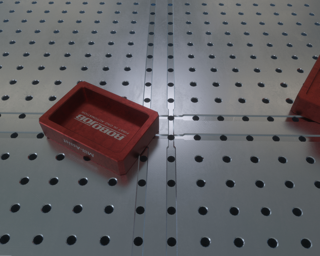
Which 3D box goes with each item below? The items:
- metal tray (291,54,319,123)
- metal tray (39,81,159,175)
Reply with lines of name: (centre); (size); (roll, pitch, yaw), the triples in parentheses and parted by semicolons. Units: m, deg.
metal tray: (0.260, -0.056, 0.452); (0.090, 0.030, 0.131); (27, 55, 21)
metal tray: (-0.078, -0.005, 0.408); (0.130, 0.030, 0.090); (24, 54, 19)
